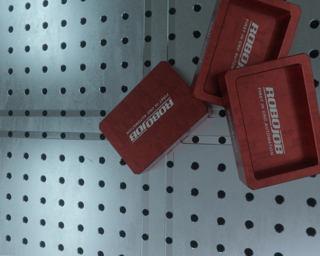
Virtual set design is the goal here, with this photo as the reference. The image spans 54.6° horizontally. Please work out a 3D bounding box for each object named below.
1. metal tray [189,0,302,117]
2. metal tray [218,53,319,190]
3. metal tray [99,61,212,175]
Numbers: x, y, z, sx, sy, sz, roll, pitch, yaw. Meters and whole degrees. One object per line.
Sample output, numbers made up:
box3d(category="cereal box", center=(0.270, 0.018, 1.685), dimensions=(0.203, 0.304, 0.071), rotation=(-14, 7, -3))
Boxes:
box3d(category="metal tray", center=(0.096, -0.085, 0.357), dimensions=(0.090, 0.030, 0.129), rotation=(15, 96, -6))
box3d(category="metal tray", center=(0.122, -0.007, 0.337), dimensions=(0.090, 0.030, 0.129), rotation=(-14, 97, -2))
box3d(category="metal tray", center=(-0.008, -0.012, 0.413), dimensions=(0.130, 0.030, 0.090), rotation=(-43, 77, 15))
